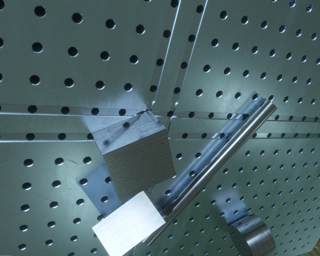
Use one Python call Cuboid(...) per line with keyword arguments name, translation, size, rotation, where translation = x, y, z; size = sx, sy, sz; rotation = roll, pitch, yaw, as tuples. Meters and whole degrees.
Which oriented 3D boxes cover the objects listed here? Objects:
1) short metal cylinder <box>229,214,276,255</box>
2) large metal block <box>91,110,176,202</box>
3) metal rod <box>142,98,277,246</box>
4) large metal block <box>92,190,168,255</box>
Cuboid(name="short metal cylinder", translation=(0.179, 0.216, 0.607), size=(0.050, 0.080, 0.080), rotation=(-23, 127, -14))
Cuboid(name="large metal block", translation=(-0.032, 0.035, 0.399), size=(0.081, 0.050, 0.080), rotation=(-23, 127, -15))
Cuboid(name="metal rod", translation=(0.074, 0.074, 0.496), size=(0.299, 0.025, 0.025), rotation=(-49, 129, 6))
Cuboid(name="large metal block", translation=(-0.037, 0.132, 0.432), size=(0.080, 0.050, 0.080), rotation=(-36, 167, -4))
